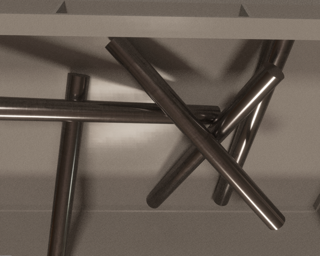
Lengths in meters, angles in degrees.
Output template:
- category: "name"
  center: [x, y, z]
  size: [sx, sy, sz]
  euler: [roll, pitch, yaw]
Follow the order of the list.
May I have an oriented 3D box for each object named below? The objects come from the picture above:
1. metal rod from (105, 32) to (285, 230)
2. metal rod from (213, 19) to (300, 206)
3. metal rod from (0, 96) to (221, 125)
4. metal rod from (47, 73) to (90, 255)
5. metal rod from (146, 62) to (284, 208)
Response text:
- category: "metal rod"
  center: [0.050, 0.013, 0.363]
  size: [0.025, 0.025, 0.300]
  euler: [-36, 104, 26]
- category: "metal rod"
  center: [0.116, 0.006, 0.415]
  size: [0.025, 0.025, 0.298]
  euler: [4, 130, -4]
- category: "metal rod"
  center: [-0.072, -0.019, 0.351]
  size: [0.303, 0.025, 0.025]
  euler: [1, 131, -18]
- category: "metal rod"
  center: [-0.122, 0.079, 0.397]
  size: [0.025, 0.025, 0.298]
  euler: [9, 106, -8]
- category: "metal rod"
  center: [0.052, 0.032, 0.412]
  size: [0.025, 0.025, 0.298]
  euler: [19, 135, -16]
